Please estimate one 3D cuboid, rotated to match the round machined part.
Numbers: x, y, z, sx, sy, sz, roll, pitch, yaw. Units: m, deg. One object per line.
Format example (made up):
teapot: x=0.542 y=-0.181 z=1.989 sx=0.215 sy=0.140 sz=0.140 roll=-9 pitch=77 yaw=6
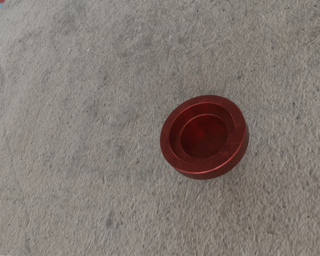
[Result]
round machined part: x=0.053 y=0.014 z=0.357 sx=0.098 sy=0.042 sz=0.098 roll=-13 pitch=56 yaw=21
